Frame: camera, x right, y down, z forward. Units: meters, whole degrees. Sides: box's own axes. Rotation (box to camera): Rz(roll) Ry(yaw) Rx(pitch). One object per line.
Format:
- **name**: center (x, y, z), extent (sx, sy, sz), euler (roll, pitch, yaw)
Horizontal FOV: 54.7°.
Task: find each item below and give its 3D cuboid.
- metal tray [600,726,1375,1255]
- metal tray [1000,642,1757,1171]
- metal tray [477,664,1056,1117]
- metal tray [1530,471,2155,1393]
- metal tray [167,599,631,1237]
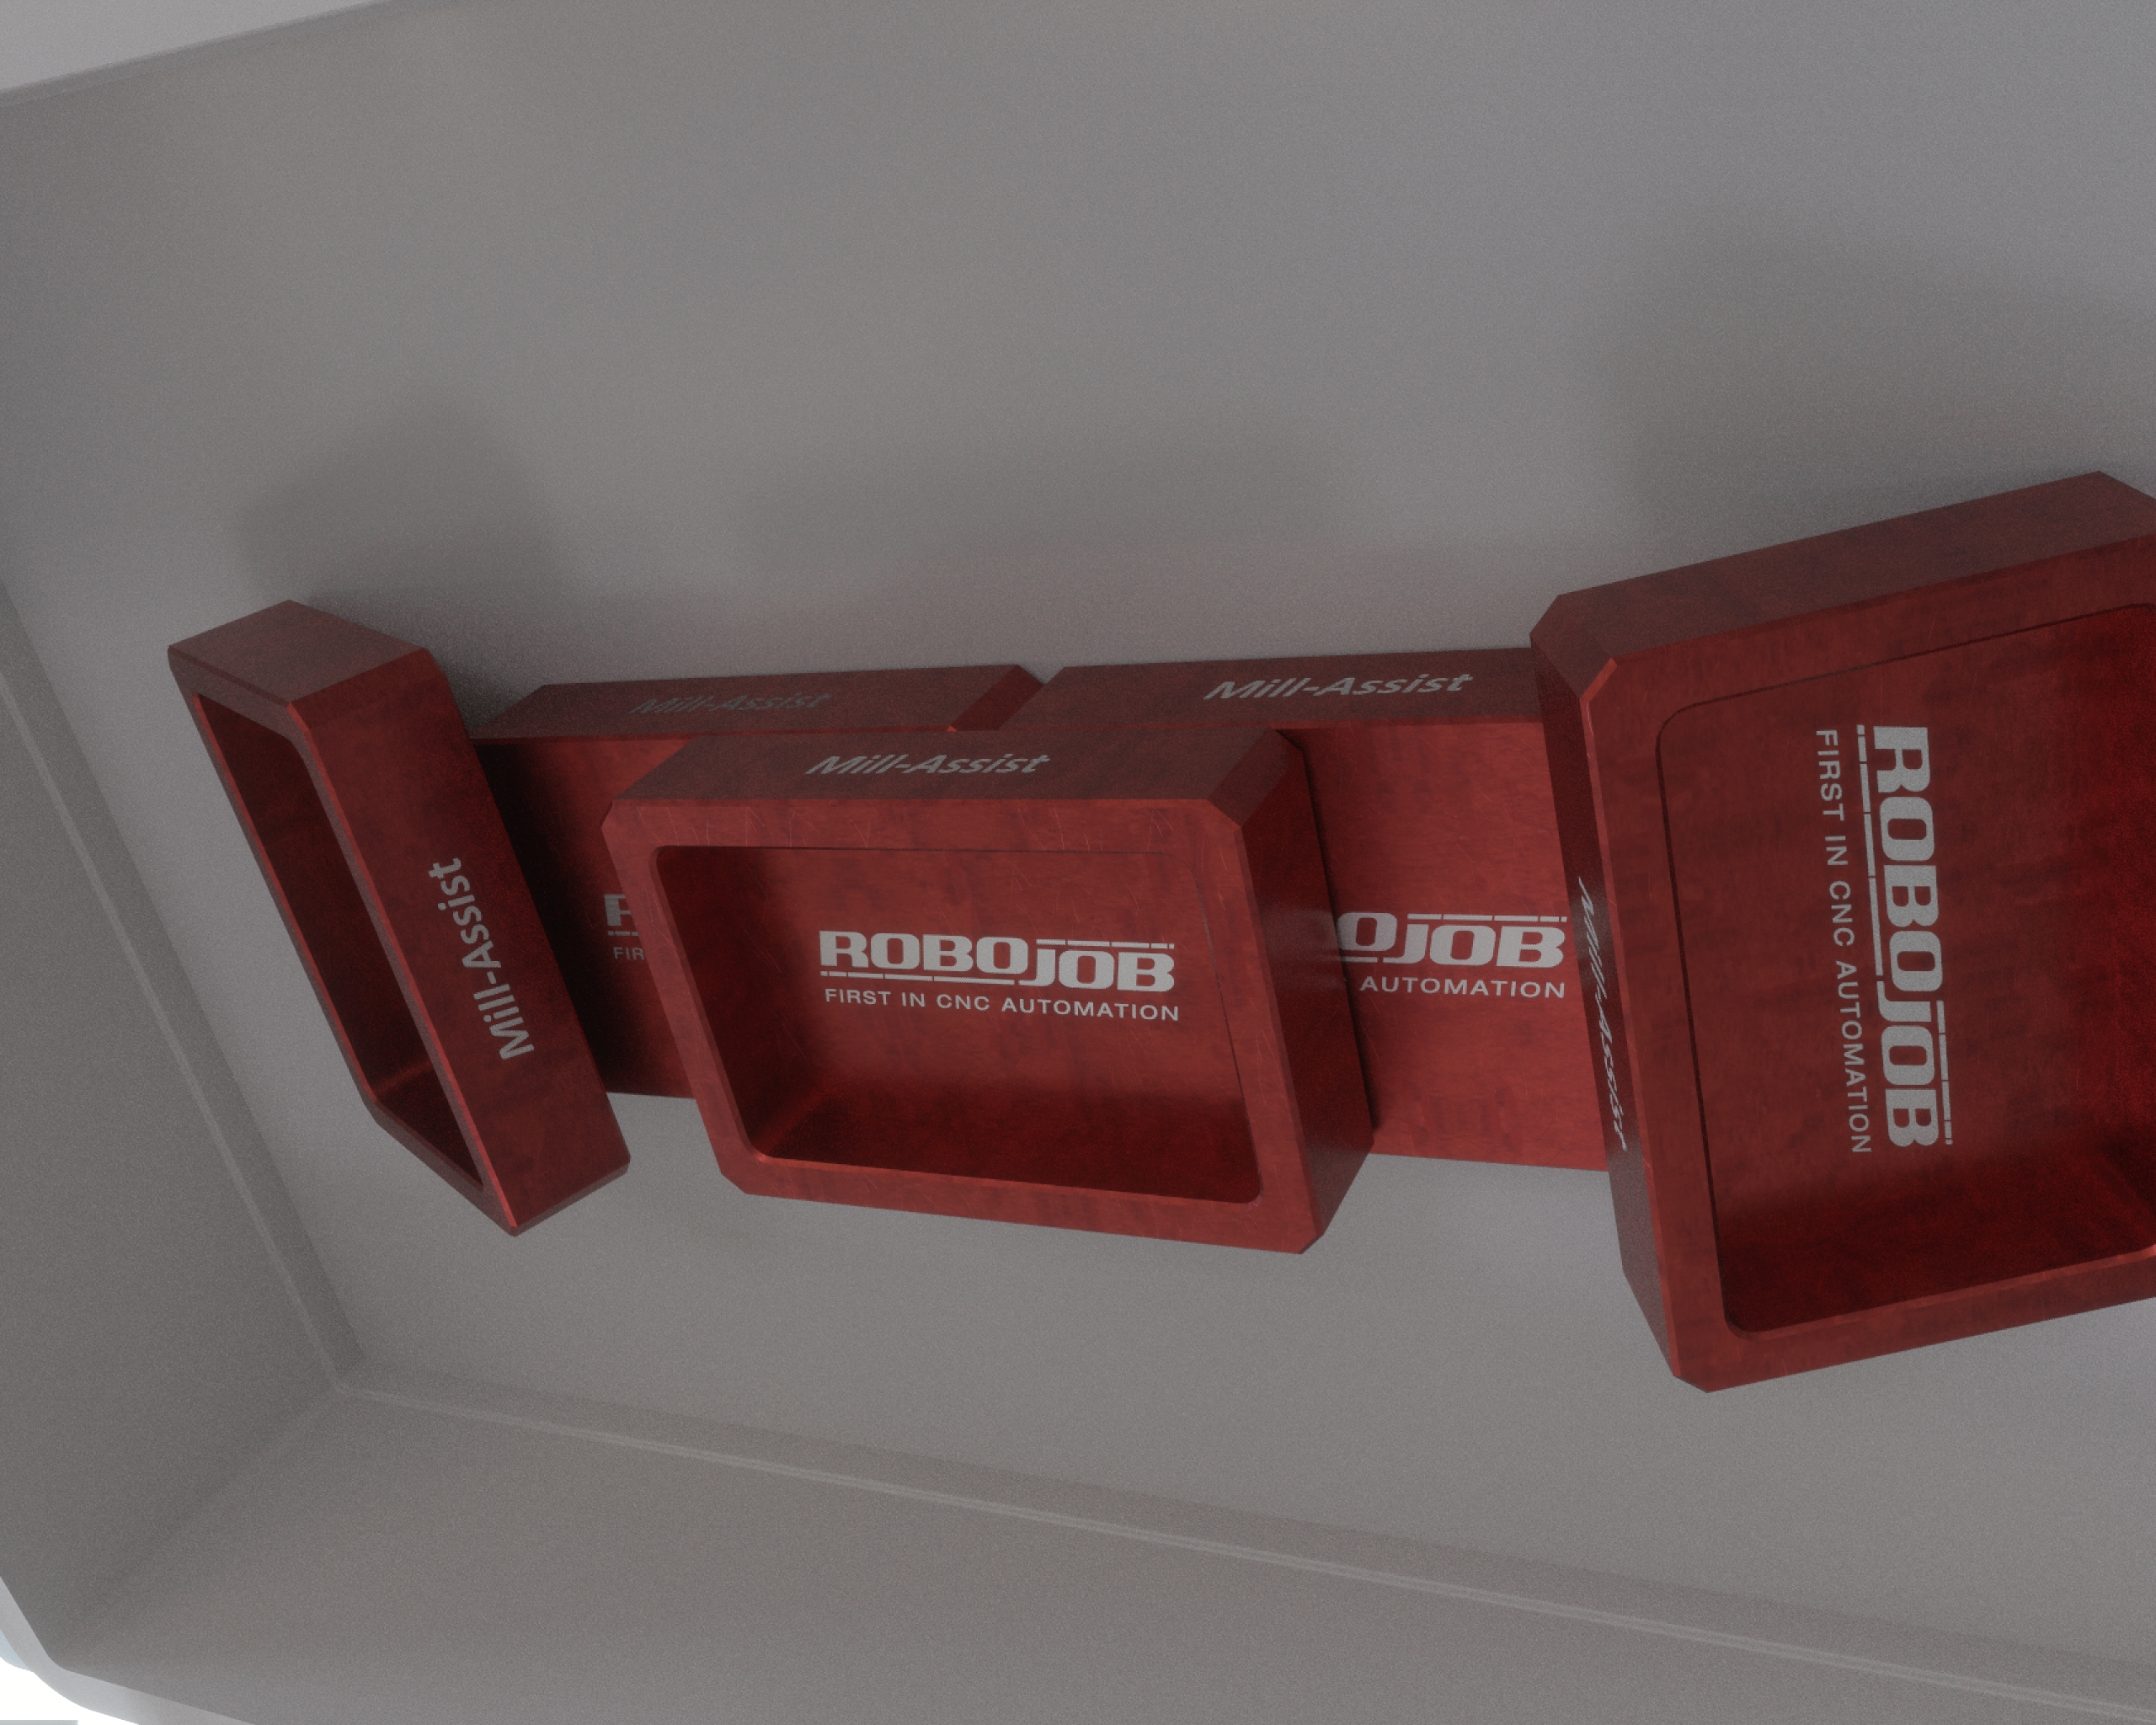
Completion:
- **metal tray**: center (-0.017, 0.022, 0.387), extent (0.130, 0.030, 0.089), euler (1, 118, 28)
- **metal tray**: center (0.055, 0.009, 0.381), extent (0.130, 0.030, 0.089), euler (0, 119, 28)
- **metal tray**: center (-0.061, 0.007, 0.441), extent (0.130, 0.030, 0.089), euler (0, 119, 28)
- **metal tray**: center (0.126, 0.014, 0.321), extent (0.090, 0.030, 0.129), euler (-13, 115, 3)
- **metal tray**: center (-0.152, 0.011, 0.467), extent (0.090, 0.030, 0.129), euler (19, 131, 49)
